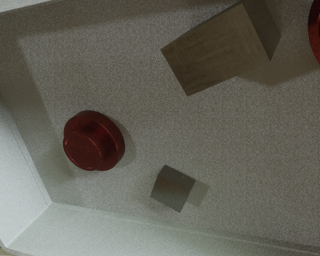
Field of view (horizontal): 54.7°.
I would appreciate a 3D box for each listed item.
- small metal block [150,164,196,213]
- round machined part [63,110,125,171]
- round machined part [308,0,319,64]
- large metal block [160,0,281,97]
[{"bbox_3d":[0.018,0.089,0.453,0.050,0.025,0.050,26,127,11],"label":"small metal block"},{"bbox_3d":[-0.106,0.026,0.467,0.098,0.042,0.097,13,124,20],"label":"round machined part"},{"bbox_3d":[0.169,-0.078,0.239,0.098,0.042,0.098,56,165,24],"label":"round machined part"},{"bbox_3d":[0.060,-0.080,0.291,0.080,0.080,0.050,-21,107,35],"label":"large metal block"}]
